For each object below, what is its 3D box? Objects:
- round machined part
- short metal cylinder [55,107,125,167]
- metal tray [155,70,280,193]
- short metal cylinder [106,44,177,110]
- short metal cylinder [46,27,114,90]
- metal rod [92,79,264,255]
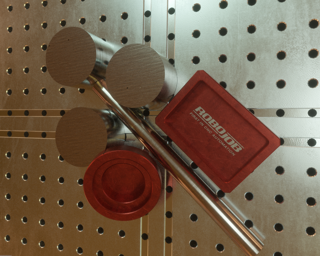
[{"bbox_3d":[-0.047,0.068,0.409,0.099,0.042,0.097,0,105,1],"label":"round machined part"},{"bbox_3d":[-0.097,0.012,0.433,0.080,0.050,0.080,0,90,20],"label":"short metal cylinder"},{"bbox_3d":[0.069,0.003,0.384,0.130,0.030,0.090,45,104,14],"label":"metal tray"},{"bbox_3d":[-0.023,-0.065,0.407,0.080,0.050,0.080,0,90,20],"label":"short metal cylinder"},{"bbox_3d":[-0.112,-0.096,0.439,0.080,0.050,0.080,0,90,20],"label":"short metal cylinder"},{"bbox_3d":[0.014,0.043,0.408,0.300,0.025,0.025,46,104,14],"label":"metal rod"}]
